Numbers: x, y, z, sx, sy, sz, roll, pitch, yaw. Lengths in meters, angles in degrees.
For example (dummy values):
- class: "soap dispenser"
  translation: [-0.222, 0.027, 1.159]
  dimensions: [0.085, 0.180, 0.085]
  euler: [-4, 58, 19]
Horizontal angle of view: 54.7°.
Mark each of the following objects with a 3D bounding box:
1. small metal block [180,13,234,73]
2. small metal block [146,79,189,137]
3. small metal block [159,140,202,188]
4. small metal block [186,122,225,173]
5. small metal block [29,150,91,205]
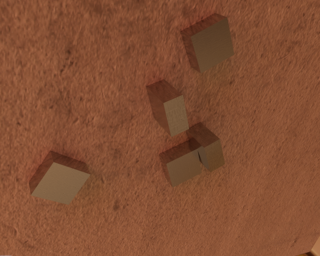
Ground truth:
- class: "small metal block"
  translation: [0.058, -0.103, 0.377]
  dimensions: [0.050, 0.025, 0.050]
  euler: [-30, 129, -9]
- class: "small metal block"
  translation: [0.009, -0.025, 0.382]
  dimensions: [0.025, 0.050, 0.050]
  euler: [-25, 128, -14]
- class: "small metal block"
  translation: [0.031, 0.053, 0.458]
  dimensions: [0.050, 0.025, 0.050]
  euler: [-25, 128, -13]
- class: "small metal block"
  translation: [0.065, 0.027, 0.445]
  dimensions: [0.025, 0.050, 0.050]
  euler: [-28, 128, -11]
- class: "small metal block"
  translation: [-0.123, 0.062, 0.379]
  dimensions: [0.050, 0.025, 0.050]
  euler: [29, 102, -38]
